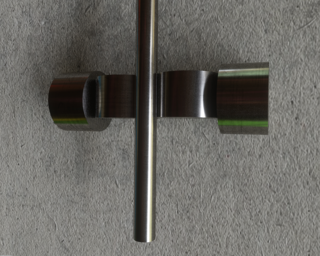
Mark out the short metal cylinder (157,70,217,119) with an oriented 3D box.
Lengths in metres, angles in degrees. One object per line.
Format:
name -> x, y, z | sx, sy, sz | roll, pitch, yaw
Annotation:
short metal cylinder -> 0.033, -0.037, 0.369 | 0.080, 0.080, 0.050 | 1, 91, 20

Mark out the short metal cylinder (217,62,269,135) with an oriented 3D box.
short metal cylinder -> 0.096, -0.032, 0.347 | 0.050, 0.080, 0.080 | 1, 90, 20

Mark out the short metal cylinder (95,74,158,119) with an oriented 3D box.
short metal cylinder -> -0.042, -0.037, 0.396 | 0.080, 0.080, 0.050 | 1, 91, 20

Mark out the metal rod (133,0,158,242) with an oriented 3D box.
metal rod -> -0.016, -0.024, 0.350 | 0.025, 0.025, 0.298 | 1, 90, 20

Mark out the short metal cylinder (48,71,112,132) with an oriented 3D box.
short metal cylinder -> -0.103, -0.036, 0.417 | 0.050, 0.080, 0.080 | 1, 90, 20
